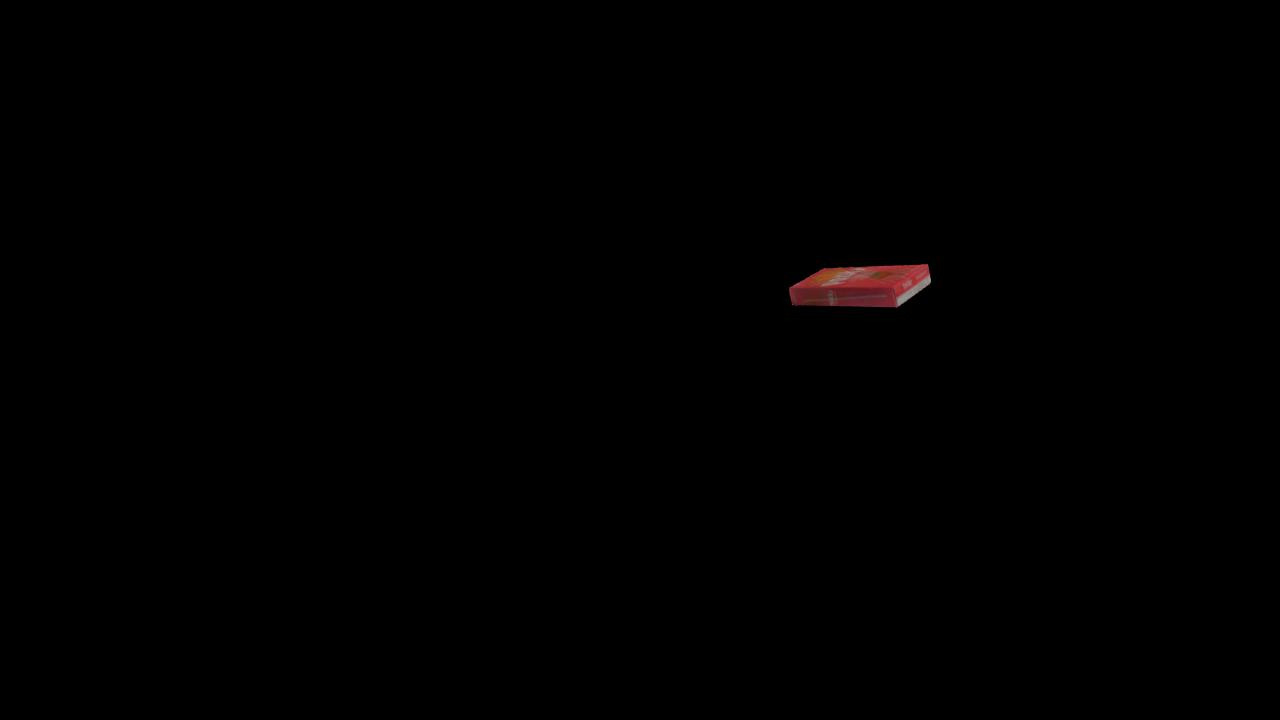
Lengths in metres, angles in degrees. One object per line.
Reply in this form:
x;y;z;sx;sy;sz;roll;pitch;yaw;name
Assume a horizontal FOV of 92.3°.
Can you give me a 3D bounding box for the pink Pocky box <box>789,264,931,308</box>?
0.279;-0.095;0.793;0.084;0.029;0.155;-28;21;-32;pink Pocky box
